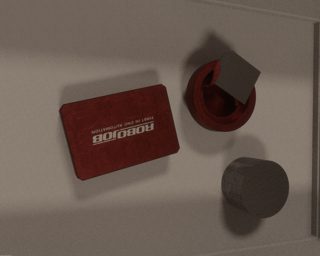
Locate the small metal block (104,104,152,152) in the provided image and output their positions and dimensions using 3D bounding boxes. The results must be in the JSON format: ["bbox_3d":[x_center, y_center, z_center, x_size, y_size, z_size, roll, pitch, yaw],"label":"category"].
[{"bbox_3d":[-0.043,-0.001,0.396,0.050,0.025,0.050,-15,95,-20],"label":"small metal block"}]

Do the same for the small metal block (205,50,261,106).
[{"bbox_3d":[0.095,-0.064,0.402,0.050,0.025,0.050,32,80,-18],"label":"small metal block"}]

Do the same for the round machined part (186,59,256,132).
[{"bbox_3d":[0.081,-0.044,0.433,0.099,0.042,0.097,0,90,-21],"label":"round machined part"}]

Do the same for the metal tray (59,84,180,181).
[{"bbox_3d":[-0.048,0.003,0.383,0.131,0.030,0.089,-15,95,-20],"label":"metal tray"}]

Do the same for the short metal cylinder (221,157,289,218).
[{"bbox_3d":[0.138,0.084,0.450,0.081,0.050,0.079,0,90,-21],"label":"short metal cylinder"}]
